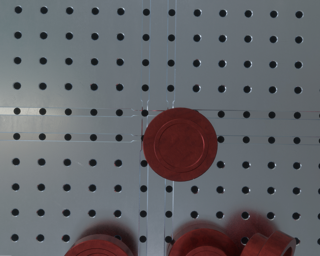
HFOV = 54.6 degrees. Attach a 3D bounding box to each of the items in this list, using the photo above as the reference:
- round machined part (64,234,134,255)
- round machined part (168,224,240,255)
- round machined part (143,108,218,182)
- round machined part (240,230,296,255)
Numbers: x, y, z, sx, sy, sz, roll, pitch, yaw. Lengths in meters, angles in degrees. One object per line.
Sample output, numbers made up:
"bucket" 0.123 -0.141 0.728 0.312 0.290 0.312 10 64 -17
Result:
"round machined part" -0.079 0.187 0.405 0.099 0.042 0.097 0 90 0
"round machined part" 0.058 0.181 0.405 0.099 0.042 0.097 0 90 0
"round machined part" 0.027 0.022 0.405 0.099 0.042 0.097 0 90 0
"round machined part" 0.128 0.172 0.388 0.042 0.098 0.098 22 90 37
